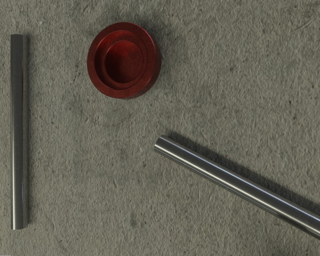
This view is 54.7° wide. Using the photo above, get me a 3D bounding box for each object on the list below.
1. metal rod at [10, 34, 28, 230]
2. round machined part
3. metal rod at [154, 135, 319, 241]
[{"bbox_3d":[-0.220,0.006,0.484,0.025,0.025,0.298,0,90,19],"label":"metal rod"},{"bbox_3d":[-0.044,-0.087,0.414,0.098,0.042,0.097,0,90,19],"label":"round machined part"},{"bbox_3d":[0.126,0.085,0.364,0.301,0.025,0.025,27,99,17],"label":"metal rod"}]
